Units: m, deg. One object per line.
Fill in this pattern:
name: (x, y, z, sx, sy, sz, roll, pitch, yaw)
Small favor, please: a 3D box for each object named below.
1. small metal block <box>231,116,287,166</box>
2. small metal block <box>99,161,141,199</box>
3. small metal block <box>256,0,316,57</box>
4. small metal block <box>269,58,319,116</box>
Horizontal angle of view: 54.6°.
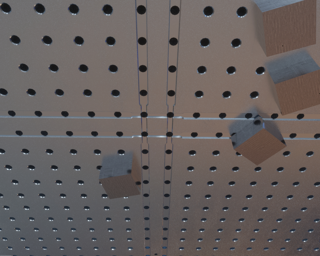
small metal block: (0.136, 0.019, 0.428, 0.050, 0.025, 0.050, 33, 123, -25)
small metal block: (-0.061, 0.082, 0.480, 0.050, 0.025, 0.050, -10, 130, 8)
small metal block: (0.131, -0.108, 0.321, 0.050, 0.025, 0.050, -14, 129, 11)
small metal block: (0.164, -0.048, 0.372, 0.050, 0.025, 0.050, -19, 128, 15)
